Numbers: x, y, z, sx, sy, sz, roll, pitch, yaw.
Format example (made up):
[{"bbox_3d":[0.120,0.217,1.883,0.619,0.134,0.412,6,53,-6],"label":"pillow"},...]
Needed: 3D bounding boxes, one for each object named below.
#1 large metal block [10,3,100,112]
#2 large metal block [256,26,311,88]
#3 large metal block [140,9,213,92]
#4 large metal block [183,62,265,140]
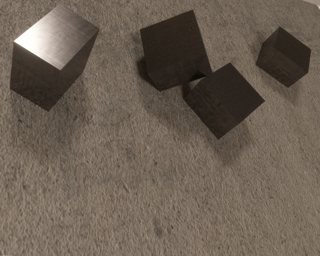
[{"bbox_3d":[-0.120,-0.079,0.352,0.050,0.080,0.080,33,51,-8],"label":"large metal block"},{"bbox_3d":[0.243,-0.139,0.607,0.080,0.050,0.080,34,51,-7],"label":"large metal block"},{"bbox_3d":[0.023,-0.109,0.442,0.080,0.050,0.080,-17,62,13],"label":"large metal block"},{"bbox_3d":[0.097,-0.042,0.468,0.081,0.050,0.080,-34,81,-38],"label":"large metal block"}]
